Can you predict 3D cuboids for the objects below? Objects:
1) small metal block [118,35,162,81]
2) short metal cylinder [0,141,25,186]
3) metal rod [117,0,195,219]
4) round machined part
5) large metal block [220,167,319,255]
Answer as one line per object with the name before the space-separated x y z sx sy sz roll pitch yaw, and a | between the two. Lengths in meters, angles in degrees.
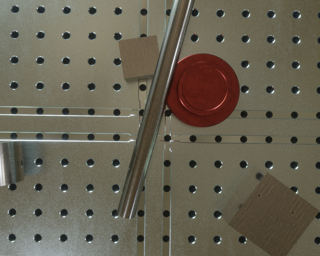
small metal block | -0.025 -0.092 0.413 0.050 0.025 0.050 -8 90 -1
short metal cylinder | -0.213 0.044 0.383 0.081 0.080 0.050 -4 90 -1
metal rod | -0.006 -0.027 0.394 0.025 0.025 0.298 15 97 -1
round machined part | 0.056 -0.050 0.406 0.099 0.042 0.097 0 90 -1
large metal block | 0.139 0.109 0.403 0.080 0.050 0.080 37 90 -1
